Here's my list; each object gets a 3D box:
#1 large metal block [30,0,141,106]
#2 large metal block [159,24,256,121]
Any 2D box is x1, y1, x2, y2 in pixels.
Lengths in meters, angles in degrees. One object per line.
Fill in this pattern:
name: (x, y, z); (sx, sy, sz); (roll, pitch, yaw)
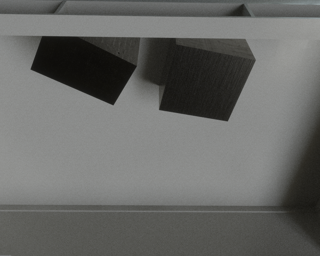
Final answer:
large metal block: (-0.068, -0.079, 0.305); (0.080, 0.080, 0.050); (24, 126, -19)
large metal block: (0.046, -0.059, 0.342); (0.081, 0.050, 0.079); (9, 130, -8)
